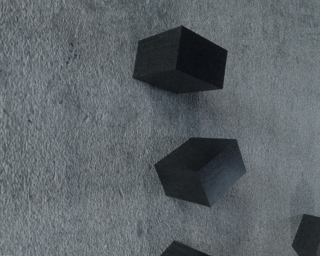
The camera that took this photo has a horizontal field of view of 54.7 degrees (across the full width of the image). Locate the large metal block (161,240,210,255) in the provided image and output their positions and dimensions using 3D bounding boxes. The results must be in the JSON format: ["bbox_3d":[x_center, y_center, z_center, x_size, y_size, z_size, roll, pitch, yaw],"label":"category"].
[{"bbox_3d":[0.045,0.206,0.407,0.050,0.080,0.080,-37,113,-34],"label":"large metal block"}]

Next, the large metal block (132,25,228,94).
[{"bbox_3d":[0.025,-0.080,0.389,0.081,0.080,0.050,14,81,-39],"label":"large metal block"}]

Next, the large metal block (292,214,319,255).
[{"bbox_3d":[0.338,0.247,0.672,0.080,0.050,0.080,50,61,-28],"label":"large metal block"}]

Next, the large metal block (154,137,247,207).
[{"bbox_3d":[0.054,0.054,0.414,0.081,0.080,0.050,-33,111,-35],"label":"large metal block"}]
